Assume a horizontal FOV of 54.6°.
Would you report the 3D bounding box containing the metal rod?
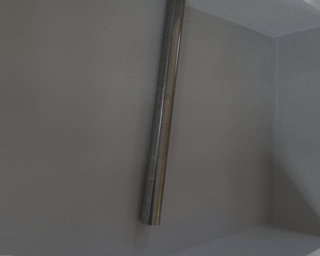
[{"bbox_3d":[0.005,-0.026,0.409,0.025,0.025,0.299,11,83,-39],"label":"metal rod"}]
